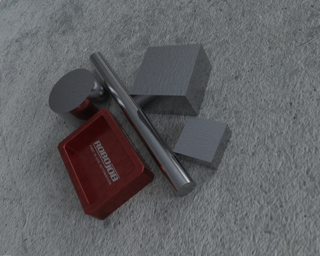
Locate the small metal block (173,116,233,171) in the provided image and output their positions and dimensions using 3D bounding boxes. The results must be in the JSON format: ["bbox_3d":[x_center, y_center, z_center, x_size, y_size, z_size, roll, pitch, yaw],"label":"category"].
[{"bbox_3d":[0.051,0.017,0.368,0.050,0.025,0.050,14,69,33],"label":"small metal block"}]

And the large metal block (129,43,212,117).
[{"bbox_3d":[0.017,-0.064,0.419,0.080,0.050,0.080,5,64,30],"label":"large metal block"}]

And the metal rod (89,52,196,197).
[{"bbox_3d":[-0.040,-0.025,0.440,0.025,0.025,0.300,-38,51,2],"label":"metal rod"}]

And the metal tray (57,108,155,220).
[{"bbox_3d":[-0.077,0.043,0.414,0.090,0.030,0.130,-39,51,1],"label":"metal tray"}]

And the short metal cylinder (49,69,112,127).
[{"bbox_3d":[-0.122,-0.045,0.479,0.080,0.050,0.080,-13,56,20],"label":"short metal cylinder"}]
